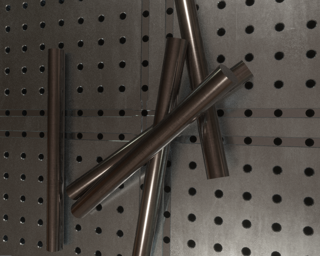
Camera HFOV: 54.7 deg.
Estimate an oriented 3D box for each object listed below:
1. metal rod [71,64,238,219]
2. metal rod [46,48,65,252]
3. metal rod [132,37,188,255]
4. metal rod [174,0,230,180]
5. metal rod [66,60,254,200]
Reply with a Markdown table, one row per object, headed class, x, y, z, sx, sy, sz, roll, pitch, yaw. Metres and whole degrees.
| class | x | y | z | sx | sy | sz | roll | pitch | yaw |
| --- | --- | --- | --- | --- | --- | --- | --- | --- | --- |
| metal rod | -0.026 | 0.035 | 0.376 | 0.299 | 0.025 | 0.025 | -43 | 76 | 32 |
| metal rod | -0.157 | 0.032 | 0.466 | 0.025 | 0.025 | 0.298 | 1 | 90 | 19 |
| metal rod | -0.003 | 0.040 | 0.391 | 0.025 | 0.025 | 0.298 | 14 | 102 | 19 |
| metal rod | 0.043 | -0.089 | 0.376 | 0.025 | 0.025 | 0.299 | -13 | 78 | 19 |
| metal rod | -0.011 | 0.011 | 0.415 | 0.300 | 0.025 | 0.025 | -35 | 79 | 16 |
